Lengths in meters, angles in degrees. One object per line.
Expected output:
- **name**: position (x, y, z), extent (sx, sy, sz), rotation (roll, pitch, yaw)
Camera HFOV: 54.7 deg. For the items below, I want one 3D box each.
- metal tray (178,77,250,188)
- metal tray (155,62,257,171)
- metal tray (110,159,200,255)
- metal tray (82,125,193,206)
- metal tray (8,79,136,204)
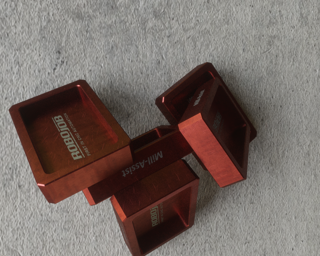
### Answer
- **metal tray**: position (0.073, -0.001, 0.379), extent (0.090, 0.030, 0.130), rotation (54, 29, -13)
- **metal tray**: position (0.067, -0.014, 0.433), extent (0.090, 0.030, 0.130), rotation (-40, 103, -16)
- **metal tray**: position (-0.002, 0.100, 0.364), extent (0.091, 0.030, 0.129), rotation (-26, 144, -18)
- **metal tray**: position (-0.033, 0.037, 0.364), extent (0.131, 0.090, 0.030), rotation (-26, 99, -18)
- **metal tray**: position (-0.095, 0.005, 0.325), extent (0.091, 0.130, 0.030), rotation (-26, 138, -19)
